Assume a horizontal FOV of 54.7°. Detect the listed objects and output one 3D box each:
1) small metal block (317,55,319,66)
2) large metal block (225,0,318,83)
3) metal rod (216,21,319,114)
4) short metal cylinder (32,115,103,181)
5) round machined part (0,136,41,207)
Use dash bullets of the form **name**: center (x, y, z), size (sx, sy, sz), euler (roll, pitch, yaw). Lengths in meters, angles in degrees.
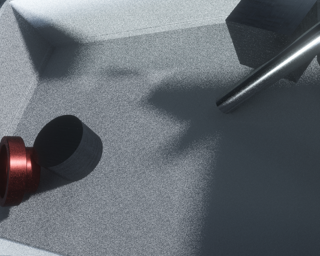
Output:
- **small metal block**: center (0.208, -0.073, 0.342), size (0.050, 0.025, 0.050), euler (-17, 55, 18)
- **large metal block**: center (0.134, -0.108, 0.366), size (0.080, 0.080, 0.050), euler (31, 79, 37)
- **metal rod**: center (0.161, -0.094, 0.279), size (0.299, 0.025, 0.025), euler (-39, 42, 45)
- **short metal cylinder**: center (-0.129, 0.028, 0.436), size (0.080, 0.050, 0.080), euler (-12, 56, 18)
- **round machined part**: center (-0.201, 0.060, 0.441), size (0.098, 0.042, 0.097), euler (-6, 82, 54)
